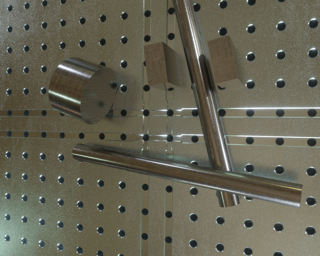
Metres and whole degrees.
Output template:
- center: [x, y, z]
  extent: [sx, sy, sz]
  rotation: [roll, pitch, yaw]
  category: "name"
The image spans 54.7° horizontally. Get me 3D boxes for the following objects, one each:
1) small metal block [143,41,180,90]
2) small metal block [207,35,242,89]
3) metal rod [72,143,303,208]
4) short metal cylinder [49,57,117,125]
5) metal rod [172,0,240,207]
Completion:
- center: [0.003, -0.078, 0.398]
  extent: [0.025, 0.050, 0.050]
  rotation: [-9, 87, 20]
  category: "small metal block"
- center: [0.079, -0.077, 0.371]
  extent: [0.025, 0.050, 0.050]
  rotation: [-12, 86, 20]
  category: "small metal block"
- center: [0.013, 0.053, 0.388]
  extent: [0.301, 0.025, 0.025]
  rotation: [8, 93, 27]
  category: "metal rod"
- center: [-0.102, -0.050, 0.419]
  extent: [0.050, 0.080, 0.080]
  rotation: [21, 97, 19]
  category: "short metal cylinder"
- center: [0.054, -0.051, 0.393]
  extent: [0.025, 0.025, 0.298]
  rotation: [-14, 85, 19]
  category: "metal rod"
